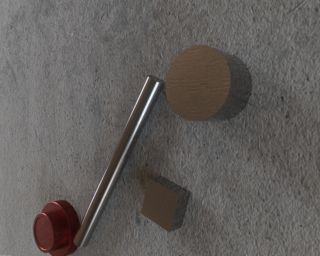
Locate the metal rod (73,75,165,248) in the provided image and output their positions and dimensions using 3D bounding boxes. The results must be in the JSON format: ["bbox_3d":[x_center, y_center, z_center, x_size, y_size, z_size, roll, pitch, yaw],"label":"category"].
[{"bbox_3d":[-0.067,0.061,0.457,0.025,0.025,0.298,40,114,32],"label":"metal rod"}]

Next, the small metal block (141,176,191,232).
[{"bbox_3d":[0.007,0.096,0.398,0.050,0.025,0.050,23,104,37],"label":"small metal block"}]

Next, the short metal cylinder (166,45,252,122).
[{"bbox_3d":[0.053,-0.047,0.343,0.080,0.050,0.079,0,90,39],"label":"short metal cylinder"}]

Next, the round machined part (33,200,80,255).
[{"bbox_3d":[-0.187,0.179,0.545,0.098,0.042,0.097,0,90,39],"label":"round machined part"}]
